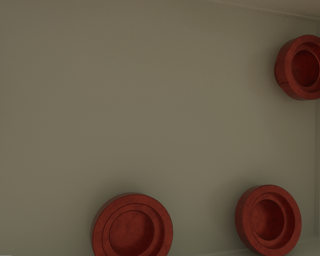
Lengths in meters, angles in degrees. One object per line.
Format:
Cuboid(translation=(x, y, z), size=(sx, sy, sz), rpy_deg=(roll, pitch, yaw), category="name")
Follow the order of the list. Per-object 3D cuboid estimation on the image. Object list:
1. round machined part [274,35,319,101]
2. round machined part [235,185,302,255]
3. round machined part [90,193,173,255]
Cuboid(translation=(0.219, -0.091, 0.482), size=(0.099, 0.042, 0.097), rpy_deg=(0, 90, -20), category="round machined part")
Cuboid(translation=(0.151, 0.133, 0.450), size=(0.099, 0.042, 0.098), rpy_deg=(4, 76, -18), category="round machined part")
Cuboid(translation=(-0.037, 0.129, 0.385), size=(0.099, 0.042, 0.097), rpy_deg=(2, 85, -19), category="round machined part")
